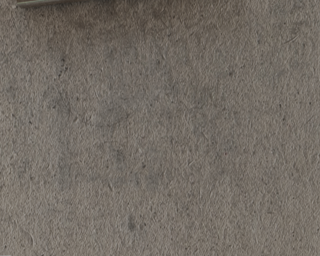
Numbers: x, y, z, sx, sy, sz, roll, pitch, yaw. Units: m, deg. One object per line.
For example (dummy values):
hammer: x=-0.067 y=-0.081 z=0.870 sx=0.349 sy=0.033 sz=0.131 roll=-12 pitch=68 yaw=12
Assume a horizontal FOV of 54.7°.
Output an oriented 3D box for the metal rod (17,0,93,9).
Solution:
metal rod: x=-0.035 y=-0.189 z=0.409 sx=0.302 sy=0.025 sz=0.025 roll=-7 pitch=90 yaw=-1
